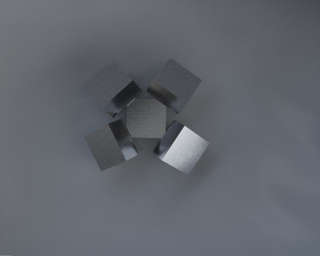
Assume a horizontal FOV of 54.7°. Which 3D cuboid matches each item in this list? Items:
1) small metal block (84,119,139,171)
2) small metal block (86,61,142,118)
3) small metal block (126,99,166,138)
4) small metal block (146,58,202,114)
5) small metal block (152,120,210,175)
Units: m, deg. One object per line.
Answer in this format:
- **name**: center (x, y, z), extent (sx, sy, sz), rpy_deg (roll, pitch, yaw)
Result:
- **small metal block**: center (-0.062, 0.022, 0.397), extent (0.050, 0.025, 0.050), rpy_deg (-26, 90, 37)
- **small metal block**: center (-0.059, -0.050, 0.396), extent (0.050, 0.025, 0.050), rpy_deg (-42, 53, 0)
- **small metal block**: center (-0.017, -0.012, 0.409), extent (0.050, 0.025, 0.050), rpy_deg (2, 90, 0)
- **small metal block**: center (0.018, -0.054, 0.397), extent (0.050, 0.025, 0.050), rpy_deg (35, 53, -1)
- **small metal block**: center (0.027, 0.026, 0.398), extent (0.050, 0.025, 0.050), rpy_deg (34, 90, -35)
